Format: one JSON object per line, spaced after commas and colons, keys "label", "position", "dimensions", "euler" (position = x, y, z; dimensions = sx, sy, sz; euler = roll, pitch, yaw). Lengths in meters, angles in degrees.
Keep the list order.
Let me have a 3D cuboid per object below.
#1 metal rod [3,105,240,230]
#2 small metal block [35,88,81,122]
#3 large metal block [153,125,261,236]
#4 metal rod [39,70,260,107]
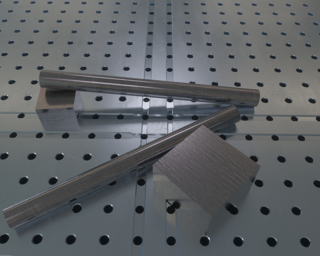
{"label": "metal rod", "position": [-0.029, 0.038, 0.375], "dimensions": [0.302, 0.025, 0.025], "euler": [-24, 54, -19]}
{"label": "small metal block", "position": [-0.142, -0.037, 0.438], "dimensions": [0.050, 0.025, 0.050], "euler": [-3, 50, -3]}
{"label": "large metal block", "position": [0.049, 0.055, 0.345], "dimensions": [0.080, 0.050, 0.080], "euler": [-37, 59, -27]}
{"label": "metal rod", "position": [-0.011, -0.055, 0.435], "dimensions": [0.302, 0.025, 0.025], "euler": [5, 50, -4]}
